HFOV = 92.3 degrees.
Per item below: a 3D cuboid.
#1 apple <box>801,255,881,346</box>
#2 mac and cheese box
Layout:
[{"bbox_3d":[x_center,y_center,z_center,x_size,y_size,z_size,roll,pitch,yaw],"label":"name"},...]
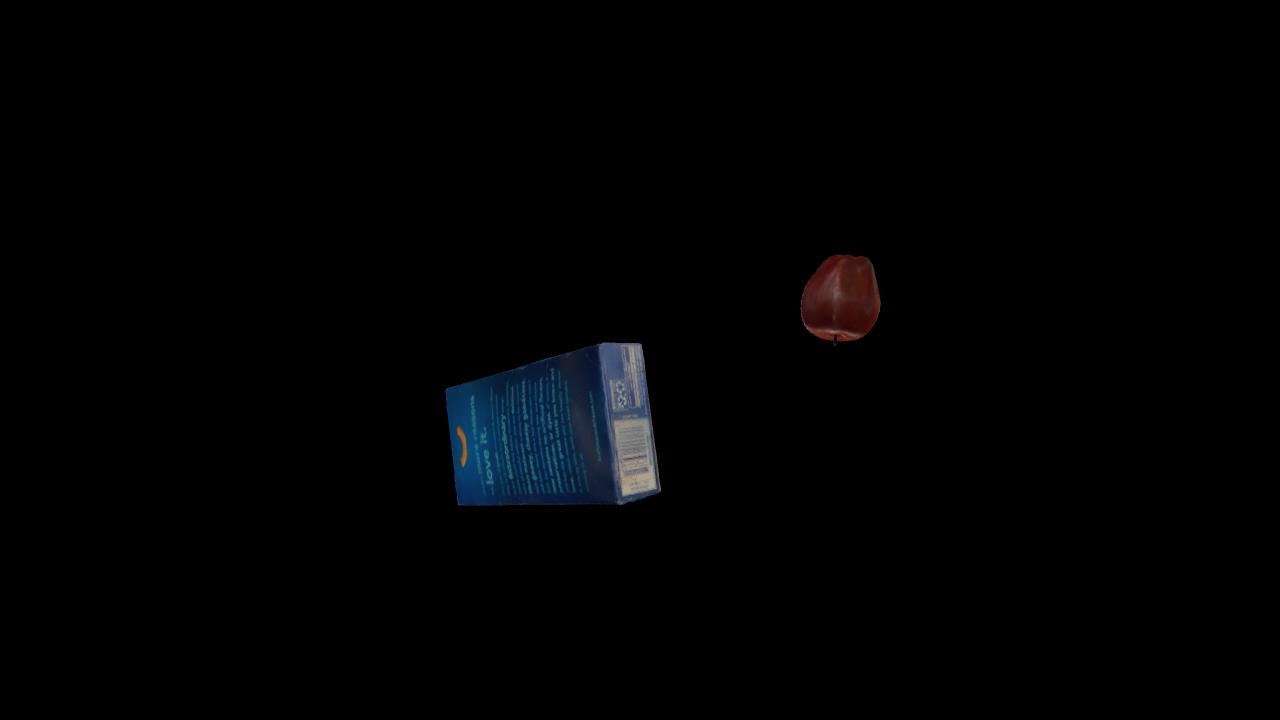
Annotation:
[{"bbox_3d":[0.208,-0.061,0.636,0.079,0.093,0.079,11,-1,0],"label":"apple"},{"bbox_3d":[-0.068,0.050,0.416,0.041,0.093,0.184,-4,-6,-45],"label":"mac and cheese box"}]
